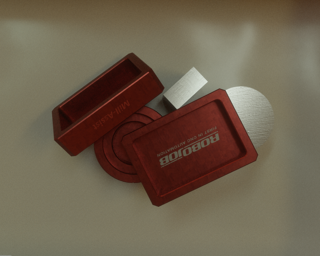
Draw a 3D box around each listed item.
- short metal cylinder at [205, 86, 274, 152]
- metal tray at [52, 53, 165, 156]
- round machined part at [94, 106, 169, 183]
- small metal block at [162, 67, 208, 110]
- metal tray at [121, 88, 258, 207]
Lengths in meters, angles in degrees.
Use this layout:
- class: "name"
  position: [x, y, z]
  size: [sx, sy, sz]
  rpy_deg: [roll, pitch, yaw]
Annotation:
- class: "short metal cylinder"
  position: [0.098, -0.011, 0.398]
  size: [0.081, 0.050, 0.079]
  rpy_deg: [0, 90, -1]
- class: "metal tray"
  position: [-0.067, -0.033, 0.375]
  size: [0.130, 0.090, 0.030]
  rpy_deg: [-36, 122, -1]
- class: "round machined part"
  position: [-0.032, 0.019, 0.402]
  size: [0.099, 0.042, 0.097]
  rpy_deg: [0, 90, -1]
- class: "small metal block"
  position: [0.030, -0.048, 0.397]
  size: [0.050, 0.050, 0.025]
  rpy_deg: [-43, 90, -2]
- class: "metal tray"
  position: [0.033, 0.022, 0.360]
  size: [0.130, 0.030, 0.090]
  rpy_deg: [-26, 90, 4]
